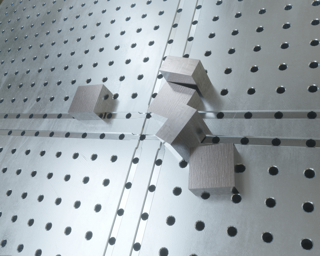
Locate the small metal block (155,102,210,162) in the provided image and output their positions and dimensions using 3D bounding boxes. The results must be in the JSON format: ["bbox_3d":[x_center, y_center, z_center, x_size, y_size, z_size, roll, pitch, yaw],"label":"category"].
[{"bbox_3d":[0.028,0.006,0.373,0.025,0.050,0.050,31,79,37],"label":"small metal block"}]

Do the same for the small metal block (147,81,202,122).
[{"bbox_3d":[0.019,-0.030,0.416,0.050,0.025,0.050,23,74,36],"label":"small metal block"}]

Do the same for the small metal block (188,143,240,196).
[{"bbox_3d":[0.061,0.047,0.347,0.050,0.025,0.050,-8,58,23],"label":"small metal block"}]

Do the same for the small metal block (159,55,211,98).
[{"bbox_3d":[0.035,-0.069,0.415,0.050,0.050,0.025,17,71,34],"label":"small metal block"}]

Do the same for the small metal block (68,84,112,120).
[{"bbox_3d":[-0.110,-0.040,0.489,0.050,0.025,0.050,0,62,27],"label":"small metal block"}]
